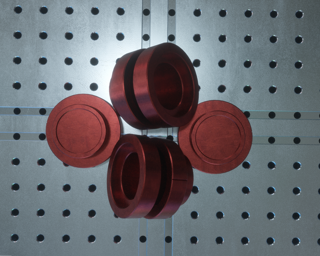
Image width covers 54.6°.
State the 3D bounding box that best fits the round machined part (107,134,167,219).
[{"bbox_3d":[-0.024,0.058,0.372,0.042,0.098,0.098,10,90,-32],"label":"round machined part"}]

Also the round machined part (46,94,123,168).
[{"bbox_3d":[-0.100,0.004,0.404,0.099,0.042,0.097,0,90,0],"label":"round machined part"}]

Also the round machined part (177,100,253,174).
[{"bbox_3d":[0.073,0.012,0.405,0.099,0.042,0.097,0,90,0],"label":"round machined part"}]

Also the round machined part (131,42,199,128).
[{"bbox_3d":[0.002,-0.048,0.370,0.042,0.099,0.097,-6,90,40],"label":"round machined part"}]

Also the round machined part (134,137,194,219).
[{"bbox_3d":[0.005,0.063,0.386,0.042,0.098,0.098,10,90,-32],"label":"round machined part"}]

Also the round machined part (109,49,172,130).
[{"bbox_3d":[-0.025,-0.046,0.388,0.042,0.099,0.097,-6,90,40],"label":"round machined part"}]
